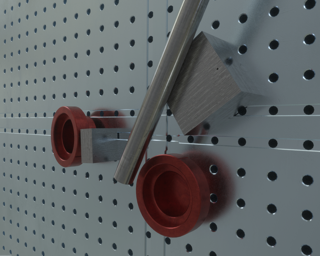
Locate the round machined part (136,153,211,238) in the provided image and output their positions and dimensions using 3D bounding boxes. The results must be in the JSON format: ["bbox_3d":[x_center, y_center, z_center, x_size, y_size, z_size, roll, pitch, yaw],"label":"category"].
[{"bbox_3d":[0.020,0.080,0.382,0.098,0.042,0.097,0,90,40],"label":"round machined part"}]

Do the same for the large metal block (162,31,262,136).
[{"bbox_3d":[0.051,-0.047,0.351,0.080,0.050,0.080,-40,66,32],"label":"large metal block"}]

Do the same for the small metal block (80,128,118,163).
[{"bbox_3d":[-0.091,0.026,0.468,0.025,0.050,0.050,-4,88,38],"label":"small metal block"}]

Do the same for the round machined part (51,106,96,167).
[{"bbox_3d":[-0.138,0.014,0.506,0.098,0.042,0.097,2,92,48],"label":"round machined part"}]

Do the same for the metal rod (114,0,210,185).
[{"bbox_3d":[0.011,-0.068,0.335,0.025,0.025,0.298,36,112,34],"label":"metal rod"}]
